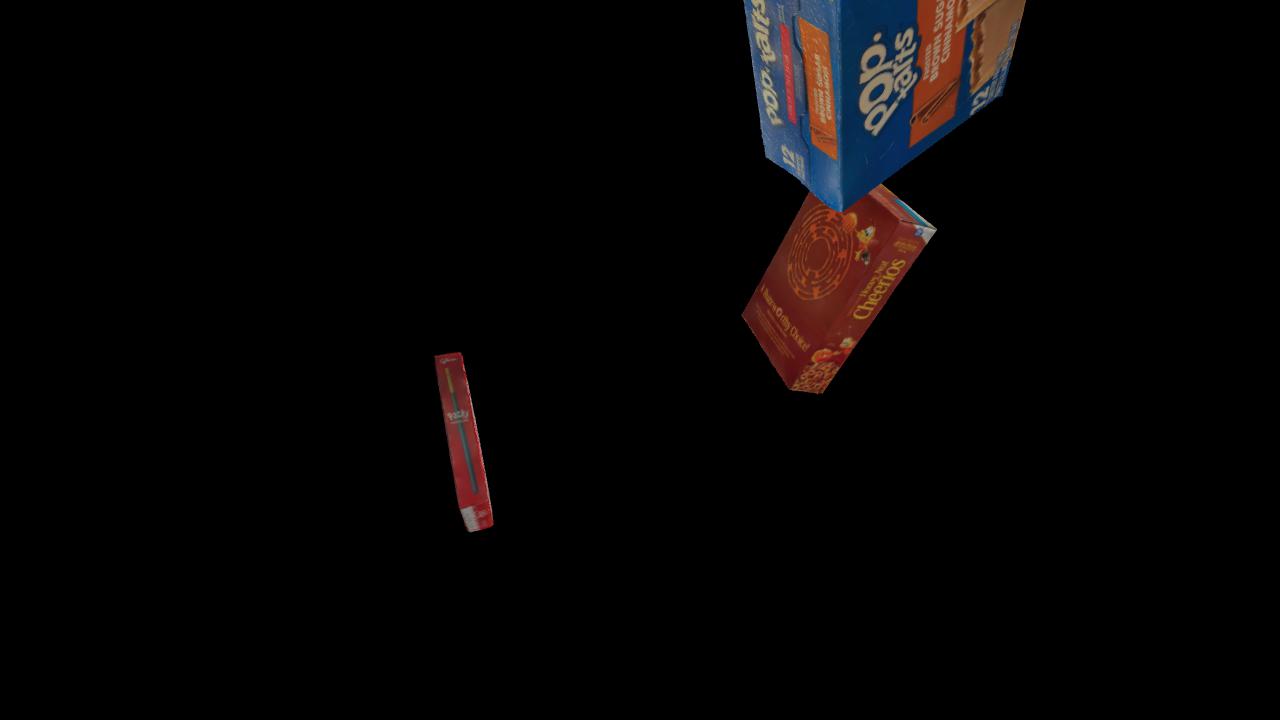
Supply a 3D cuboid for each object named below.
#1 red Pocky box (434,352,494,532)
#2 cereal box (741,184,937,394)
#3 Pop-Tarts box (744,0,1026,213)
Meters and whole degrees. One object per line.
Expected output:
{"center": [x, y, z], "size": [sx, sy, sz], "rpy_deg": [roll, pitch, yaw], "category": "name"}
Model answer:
{"center": [-0.168, 0.077, 0.586], "size": [0.028, 0.155, 0.083], "rpy_deg": [-11, -26, -15], "category": "red Pocky box"}
{"center": [0.287, -0.126, 0.949], "size": [0.081, 0.306, 0.203], "rpy_deg": [7, 36, -25], "category": "cereal box"}
{"center": [0.143, -0.200, 0.356], "size": [0.141, 0.083, 0.167], "rpy_deg": [-36, -34, -4], "category": "Pop-Tarts box"}
